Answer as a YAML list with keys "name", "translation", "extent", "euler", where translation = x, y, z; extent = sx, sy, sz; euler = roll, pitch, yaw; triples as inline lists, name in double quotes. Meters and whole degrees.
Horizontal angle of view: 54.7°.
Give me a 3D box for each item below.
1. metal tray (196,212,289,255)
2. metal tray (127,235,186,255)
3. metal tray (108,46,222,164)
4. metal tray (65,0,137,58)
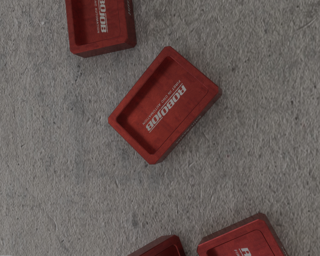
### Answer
- name: "metal tray"
  translation: [0.114, 0.179, 0.365]
  extent: [0.090, 0.030, 0.130]
  euler: [-31, 80, 17]
- name: "metal tray"
  translation: [0.004, 0.208, 0.371]
  extent: [0.030, 0.091, 0.129]
  euler: [-29, 79, 48]
- name: "metal tray"
  translation: [0.005, -0.028, 0.404]
  extent: [0.090, 0.030, 0.130]
  euler: [44, 103, 14]
- name: "metal tray"
  translation: [-0.086, -0.172, 0.436]
  extent: [0.090, 0.030, 0.129]
  euler: [-7, 88, 19]
